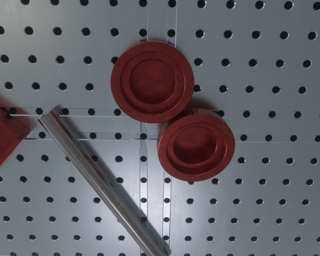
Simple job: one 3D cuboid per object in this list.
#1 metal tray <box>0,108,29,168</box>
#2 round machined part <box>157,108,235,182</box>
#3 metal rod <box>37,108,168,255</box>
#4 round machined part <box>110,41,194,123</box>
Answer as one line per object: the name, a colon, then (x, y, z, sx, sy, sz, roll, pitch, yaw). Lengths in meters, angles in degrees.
metal tray: (-0.255, -0.001, 0.407, 0.130, 0.030, 0.090, 41, 105, -14)
round machined part: (0.045, 0.019, 0.408, 0.099, 0.042, 0.097, -2, 116, -4)
metal rod: (-0.071, 0.101, 0.449, 0.025, 0.025, 0.299, -30, 108, 10)
round machined part: (-0.009, -0.058, 0.383, 0.099, 0.042, 0.097, 0, 110, 0)
